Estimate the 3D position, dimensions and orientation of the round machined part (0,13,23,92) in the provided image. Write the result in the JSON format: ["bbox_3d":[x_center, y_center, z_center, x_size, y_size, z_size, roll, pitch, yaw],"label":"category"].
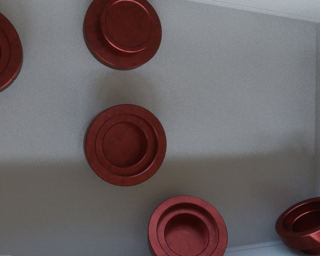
[{"bbox_3d":[-0.198,-0.080,0.328,0.099,0.042,0.097,0,90,-20],"label":"round machined part"}]

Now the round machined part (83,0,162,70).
[{"bbox_3d":[-0.043,-0.124,0.385,0.099,0.042,0.097,0,90,-20],"label":"round machined part"}]

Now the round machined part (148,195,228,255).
[{"bbox_3d":[0.033,0.140,0.396,0.099,0.042,0.098,3,50,-3],"label":"round machined part"}]

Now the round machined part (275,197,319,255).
[{"bbox_3d":[0.225,0.146,0.452,0.099,0.098,0.042,-32,92,-17],"label":"round machined part"}]

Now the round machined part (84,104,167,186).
[{"bbox_3d":[-0.045,0.020,0.385,0.099,0.042,0.097,0,90,-20],"label":"round machined part"}]
